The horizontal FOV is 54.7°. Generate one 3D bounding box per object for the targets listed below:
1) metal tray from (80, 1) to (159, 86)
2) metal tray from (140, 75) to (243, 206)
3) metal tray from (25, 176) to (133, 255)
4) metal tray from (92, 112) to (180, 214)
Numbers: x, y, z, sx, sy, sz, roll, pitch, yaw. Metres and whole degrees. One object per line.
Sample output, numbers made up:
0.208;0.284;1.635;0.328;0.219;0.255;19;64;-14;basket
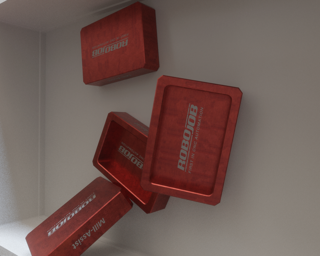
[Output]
-0.063;-0.117;0.453;0.130;0.030;0.089;-7;86;39;metal tray
0.034;0.012;0.347;0.090;0.030;0.129;11;98;9;metal tray
-0.109;0.126;0.416;0.090;0.131;0.030;7;132;59;metal tray
-0.034;0.043;0.429;0.130;0.030;0.089;33;110;34;metal tray
